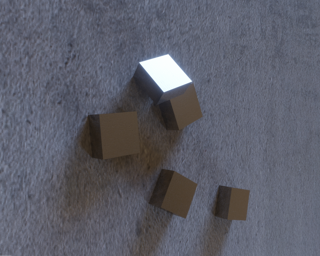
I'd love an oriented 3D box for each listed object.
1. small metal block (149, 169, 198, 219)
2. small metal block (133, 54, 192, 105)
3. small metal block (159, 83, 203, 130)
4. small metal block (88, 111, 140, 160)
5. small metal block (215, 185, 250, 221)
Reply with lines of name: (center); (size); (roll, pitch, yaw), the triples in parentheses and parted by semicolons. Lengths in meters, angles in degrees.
small metal block: (0.019, 0.090, 0.423); (0.050, 0.025, 0.050); (34, 69, -35)
small metal block: (0.003, -0.062, 0.393); (0.050, 0.025, 0.050); (-26, 70, -37)
small metal block: (0.028, -0.030, 0.430); (0.050, 0.025, 0.050); (-29, 108, -37)
small metal block: (-0.053, 0.007, 0.362); (0.050, 0.025, 0.050); (-7, 95, -40)
small metal block: (0.119, 0.123, 0.508); (0.050, 0.025, 0.050); (16, 80, -39)
